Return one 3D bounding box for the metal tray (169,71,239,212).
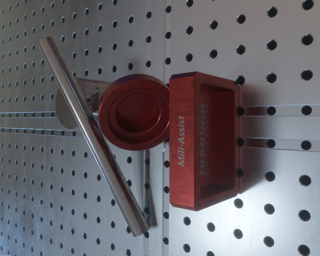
[{"bbox_3d":[0.049,0.012,0.325,0.030,0.091,0.129,0,90,40],"label":"metal tray"}]

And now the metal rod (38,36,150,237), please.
[{"bbox_3d":[-0.093,0.011,0.433,0.025,0.025,0.299,-28,88,36],"label":"metal rod"}]

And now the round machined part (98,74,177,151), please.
[{"bbox_3d":[-0.029,-0.023,0.394,0.097,0.099,0.042,-63,24,21],"label":"round machined part"}]

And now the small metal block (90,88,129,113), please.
[{"bbox_3d":[-0.062,-0.040,0.442,0.050,0.050,0.025,-19,78,38],"label":"small metal block"}]

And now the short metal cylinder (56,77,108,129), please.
[{"bbox_3d":[-0.120,-0.038,0.489,0.080,0.050,0.079,0,90,39],"label":"short metal cylinder"}]
